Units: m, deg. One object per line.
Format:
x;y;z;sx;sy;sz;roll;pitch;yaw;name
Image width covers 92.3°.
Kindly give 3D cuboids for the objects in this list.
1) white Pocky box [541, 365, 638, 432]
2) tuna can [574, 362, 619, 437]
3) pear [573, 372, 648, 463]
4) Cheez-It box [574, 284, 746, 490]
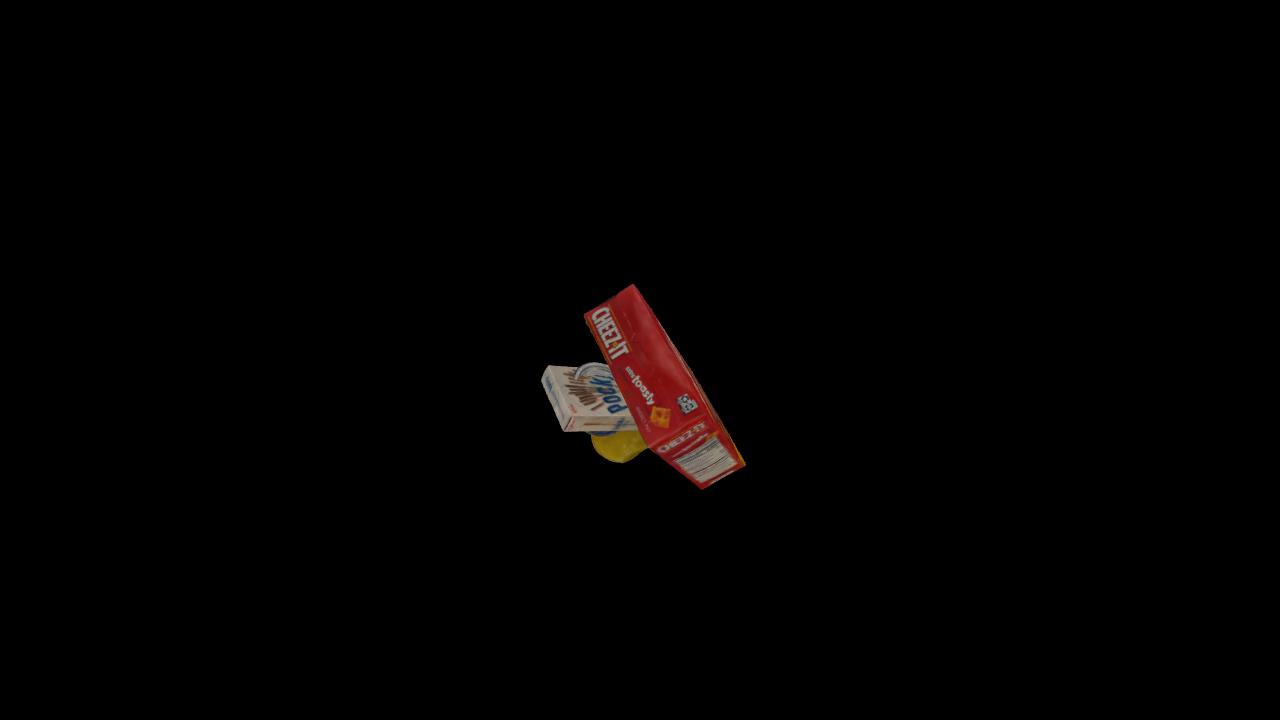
-0.030;0.045;0.707;0.154;0.028;0.084;4;38;-35;white Pocky box
-0.046;0.044;0.706;0.084;0.084;0.034;0;-36;-36;tuna can
-0.033;0.070;0.760;0.080;0.111;0.080;-31;-14;-9;pear
0.033;0.041;0.681;0.071;0.166;0.223;-31;-28;4;Cheez-It box
